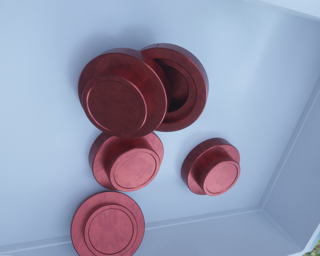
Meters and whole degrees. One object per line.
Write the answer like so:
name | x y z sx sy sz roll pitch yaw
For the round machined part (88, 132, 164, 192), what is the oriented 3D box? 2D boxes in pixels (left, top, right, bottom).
round machined part | -0.039 0.044 0.403 0.099 0.042 0.097 -14 124 -21

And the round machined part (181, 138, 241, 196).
round machined part | 0.086 0.068 0.486 0.099 0.042 0.097 -14 124 -21

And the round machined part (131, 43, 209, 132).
round machined part | 0.006 -0.048 0.351 0.098 0.042 0.097 6 120 12

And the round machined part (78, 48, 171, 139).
round machined part | -0.041 -0.030 0.324 0.098 0.042 0.097 7 120 12

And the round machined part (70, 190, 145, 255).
round machined part | -0.068 0.133 0.411 0.099 0.042 0.097 3 81 -17
